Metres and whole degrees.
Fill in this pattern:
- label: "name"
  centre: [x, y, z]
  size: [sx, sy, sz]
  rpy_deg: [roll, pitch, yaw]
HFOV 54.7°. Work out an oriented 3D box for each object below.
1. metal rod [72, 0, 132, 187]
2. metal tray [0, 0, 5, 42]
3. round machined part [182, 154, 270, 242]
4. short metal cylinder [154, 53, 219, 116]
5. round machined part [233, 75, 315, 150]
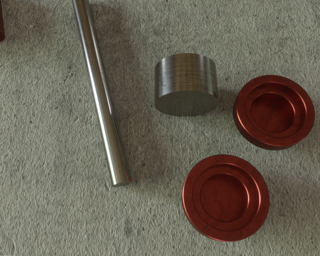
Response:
- label: "metal rod"
  centre: [-0.086, -0.066, 0.431]
  size: [0.025, 0.025, 0.299]
  rpy_deg: [-14, 71, -5]
- label: "metal tray"
  centre: [-0.307, -0.161, 0.460]
  size: [0.131, 0.030, 0.090]
  rpy_deg: [-14, 71, -6]
- label: "round machined part"
  centre: [0.075, 0.084, 0.369]
  size: [0.099, 0.042, 0.098]
  rpy_deg: [0, 70, -1]
- label: "short metal cylinder"
  centre: [0.033, -0.053, 0.399]
  size: [0.081, 0.080, 0.050]
  rpy_deg: [0, 70, 0]
- label: "round machined part"
  centre: [0.145, -0.017, 0.407]
  size: [0.099, 0.042, 0.098]
  rpy_deg: [0, 70, -1]
